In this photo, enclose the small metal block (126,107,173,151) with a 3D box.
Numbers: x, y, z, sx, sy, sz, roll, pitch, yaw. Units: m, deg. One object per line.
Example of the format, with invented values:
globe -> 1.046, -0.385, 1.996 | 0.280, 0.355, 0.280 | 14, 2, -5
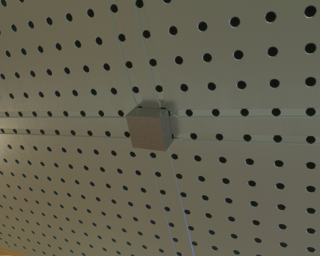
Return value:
small metal block -> -0.014, 0.001, 0.417 | 0.050, 0.025, 0.050 | 5, 121, 25
